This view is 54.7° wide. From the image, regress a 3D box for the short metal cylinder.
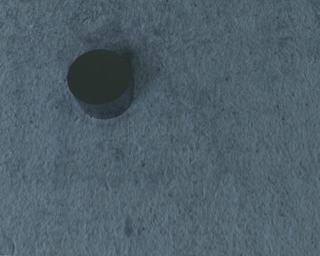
[{"bbox_3d":[-0.077,-0.057,0.415,0.081,0.050,0.080,0,70,0],"label":"short metal cylinder"}]
